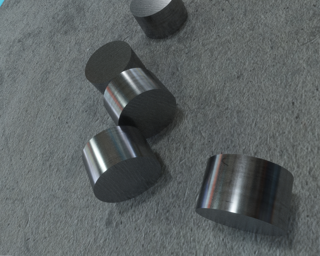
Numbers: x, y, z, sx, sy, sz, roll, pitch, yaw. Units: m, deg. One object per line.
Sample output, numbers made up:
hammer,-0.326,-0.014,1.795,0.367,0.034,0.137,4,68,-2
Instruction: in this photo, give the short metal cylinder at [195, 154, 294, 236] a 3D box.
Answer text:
short metal cylinder,0.078,0.063,0.289,0.080,0.080,0.050,4,64,30

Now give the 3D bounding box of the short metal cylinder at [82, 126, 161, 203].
short metal cylinder,-0.046,0.043,0.366,0.080,0.080,0.050,-35,51,5

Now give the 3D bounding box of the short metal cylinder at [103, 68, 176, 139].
short metal cylinder,-0.026,-0.030,0.401,0.080,0.080,0.050,-39,51,2

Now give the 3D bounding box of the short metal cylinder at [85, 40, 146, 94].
short metal cylinder,-0.067,-0.087,0.477,0.080,0.050,0.080,-13,56,21

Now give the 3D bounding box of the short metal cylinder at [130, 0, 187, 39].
short metal cylinder,-0.002,-0.193,0.508,0.080,0.050,0.080,-13,56,21
